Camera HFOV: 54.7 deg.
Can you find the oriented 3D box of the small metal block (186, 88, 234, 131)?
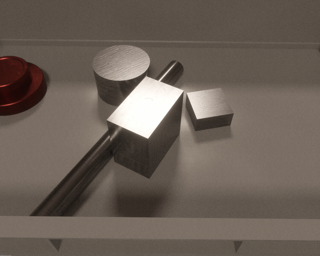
[{"bbox_3d":[0.067,-0.026,0.428,0.050,0.025,0.050,-9,51,-8],"label":"small metal block"}]

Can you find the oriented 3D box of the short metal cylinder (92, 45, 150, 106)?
[{"bbox_3d":[-0.054,-0.077,0.453,0.081,0.050,0.080,0,50,0],"label":"short metal cylinder"}]

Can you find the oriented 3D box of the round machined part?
[{"bbox_3d":[-0.220,-0.067,0.448,0.099,0.042,0.098,0,50,0],"label":"round machined part"}]

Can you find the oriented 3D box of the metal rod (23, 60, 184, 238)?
[{"bbox_3d":[-0.052,0.005,0.397,0.025,0.025,0.301,25,55,19],"label":"metal rod"}]

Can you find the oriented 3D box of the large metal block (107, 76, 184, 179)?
[{"bbox_3d":[-0.015,0.000,0.369,0.050,0.080,0.080,24,54,18],"label":"large metal block"}]
